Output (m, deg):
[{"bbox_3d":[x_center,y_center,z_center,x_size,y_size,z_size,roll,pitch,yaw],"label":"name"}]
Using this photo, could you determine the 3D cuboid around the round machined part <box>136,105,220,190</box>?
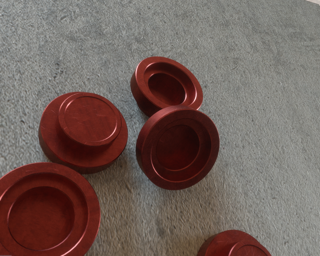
[{"bbox_3d":[0.018,0.020,0.368,0.099,0.042,0.097,-7,108,-22],"label":"round machined part"}]

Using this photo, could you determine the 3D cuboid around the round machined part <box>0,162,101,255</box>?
[{"bbox_3d":[-0.108,0.084,0.283,0.099,0.042,0.098,14,56,-21],"label":"round machined part"}]

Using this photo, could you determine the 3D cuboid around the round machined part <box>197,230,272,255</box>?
[{"bbox_3d":[0.091,0.162,0.343,0.099,0.042,0.098,14,56,-21],"label":"round machined part"}]

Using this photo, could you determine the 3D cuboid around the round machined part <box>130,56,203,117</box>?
[{"bbox_3d":[0.006,-0.047,0.422,0.099,0.042,0.098,15,51,-20],"label":"round machined part"}]

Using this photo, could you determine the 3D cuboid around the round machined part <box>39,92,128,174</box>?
[{"bbox_3d":[-0.082,-0.001,0.349,0.099,0.042,0.098,14,56,-21],"label":"round machined part"}]
